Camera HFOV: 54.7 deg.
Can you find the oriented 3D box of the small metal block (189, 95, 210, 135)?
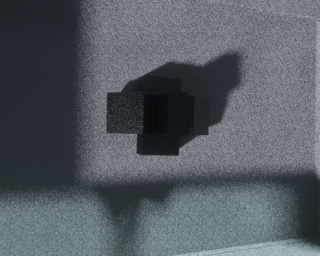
[{"bbox_3d":[0.044,-0.016,0.412,0.050,0.025,0.050,2,90,-59],"label":"small metal block"}]

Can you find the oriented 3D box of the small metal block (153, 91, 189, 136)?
[{"bbox_3d":[0.012,-0.016,0.372,0.025,0.050,0.050,1,90,-21],"label":"small metal block"}]

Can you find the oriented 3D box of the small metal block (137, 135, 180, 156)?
[{"bbox_3d":[-0.002,0.010,0.407,0.050,0.025,0.050,3,89,-20],"label":"small metal block"}]

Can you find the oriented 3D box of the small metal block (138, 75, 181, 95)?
[{"bbox_3d":[-0.001,-0.040,0.407,0.050,0.025,0.050,3,89,-21],"label":"small metal block"}]

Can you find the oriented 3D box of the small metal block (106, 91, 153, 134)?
[{"bbox_3d":[-0.037,-0.018,0.380,0.050,0.025,0.050,1,90,23],"label":"small metal block"}]
